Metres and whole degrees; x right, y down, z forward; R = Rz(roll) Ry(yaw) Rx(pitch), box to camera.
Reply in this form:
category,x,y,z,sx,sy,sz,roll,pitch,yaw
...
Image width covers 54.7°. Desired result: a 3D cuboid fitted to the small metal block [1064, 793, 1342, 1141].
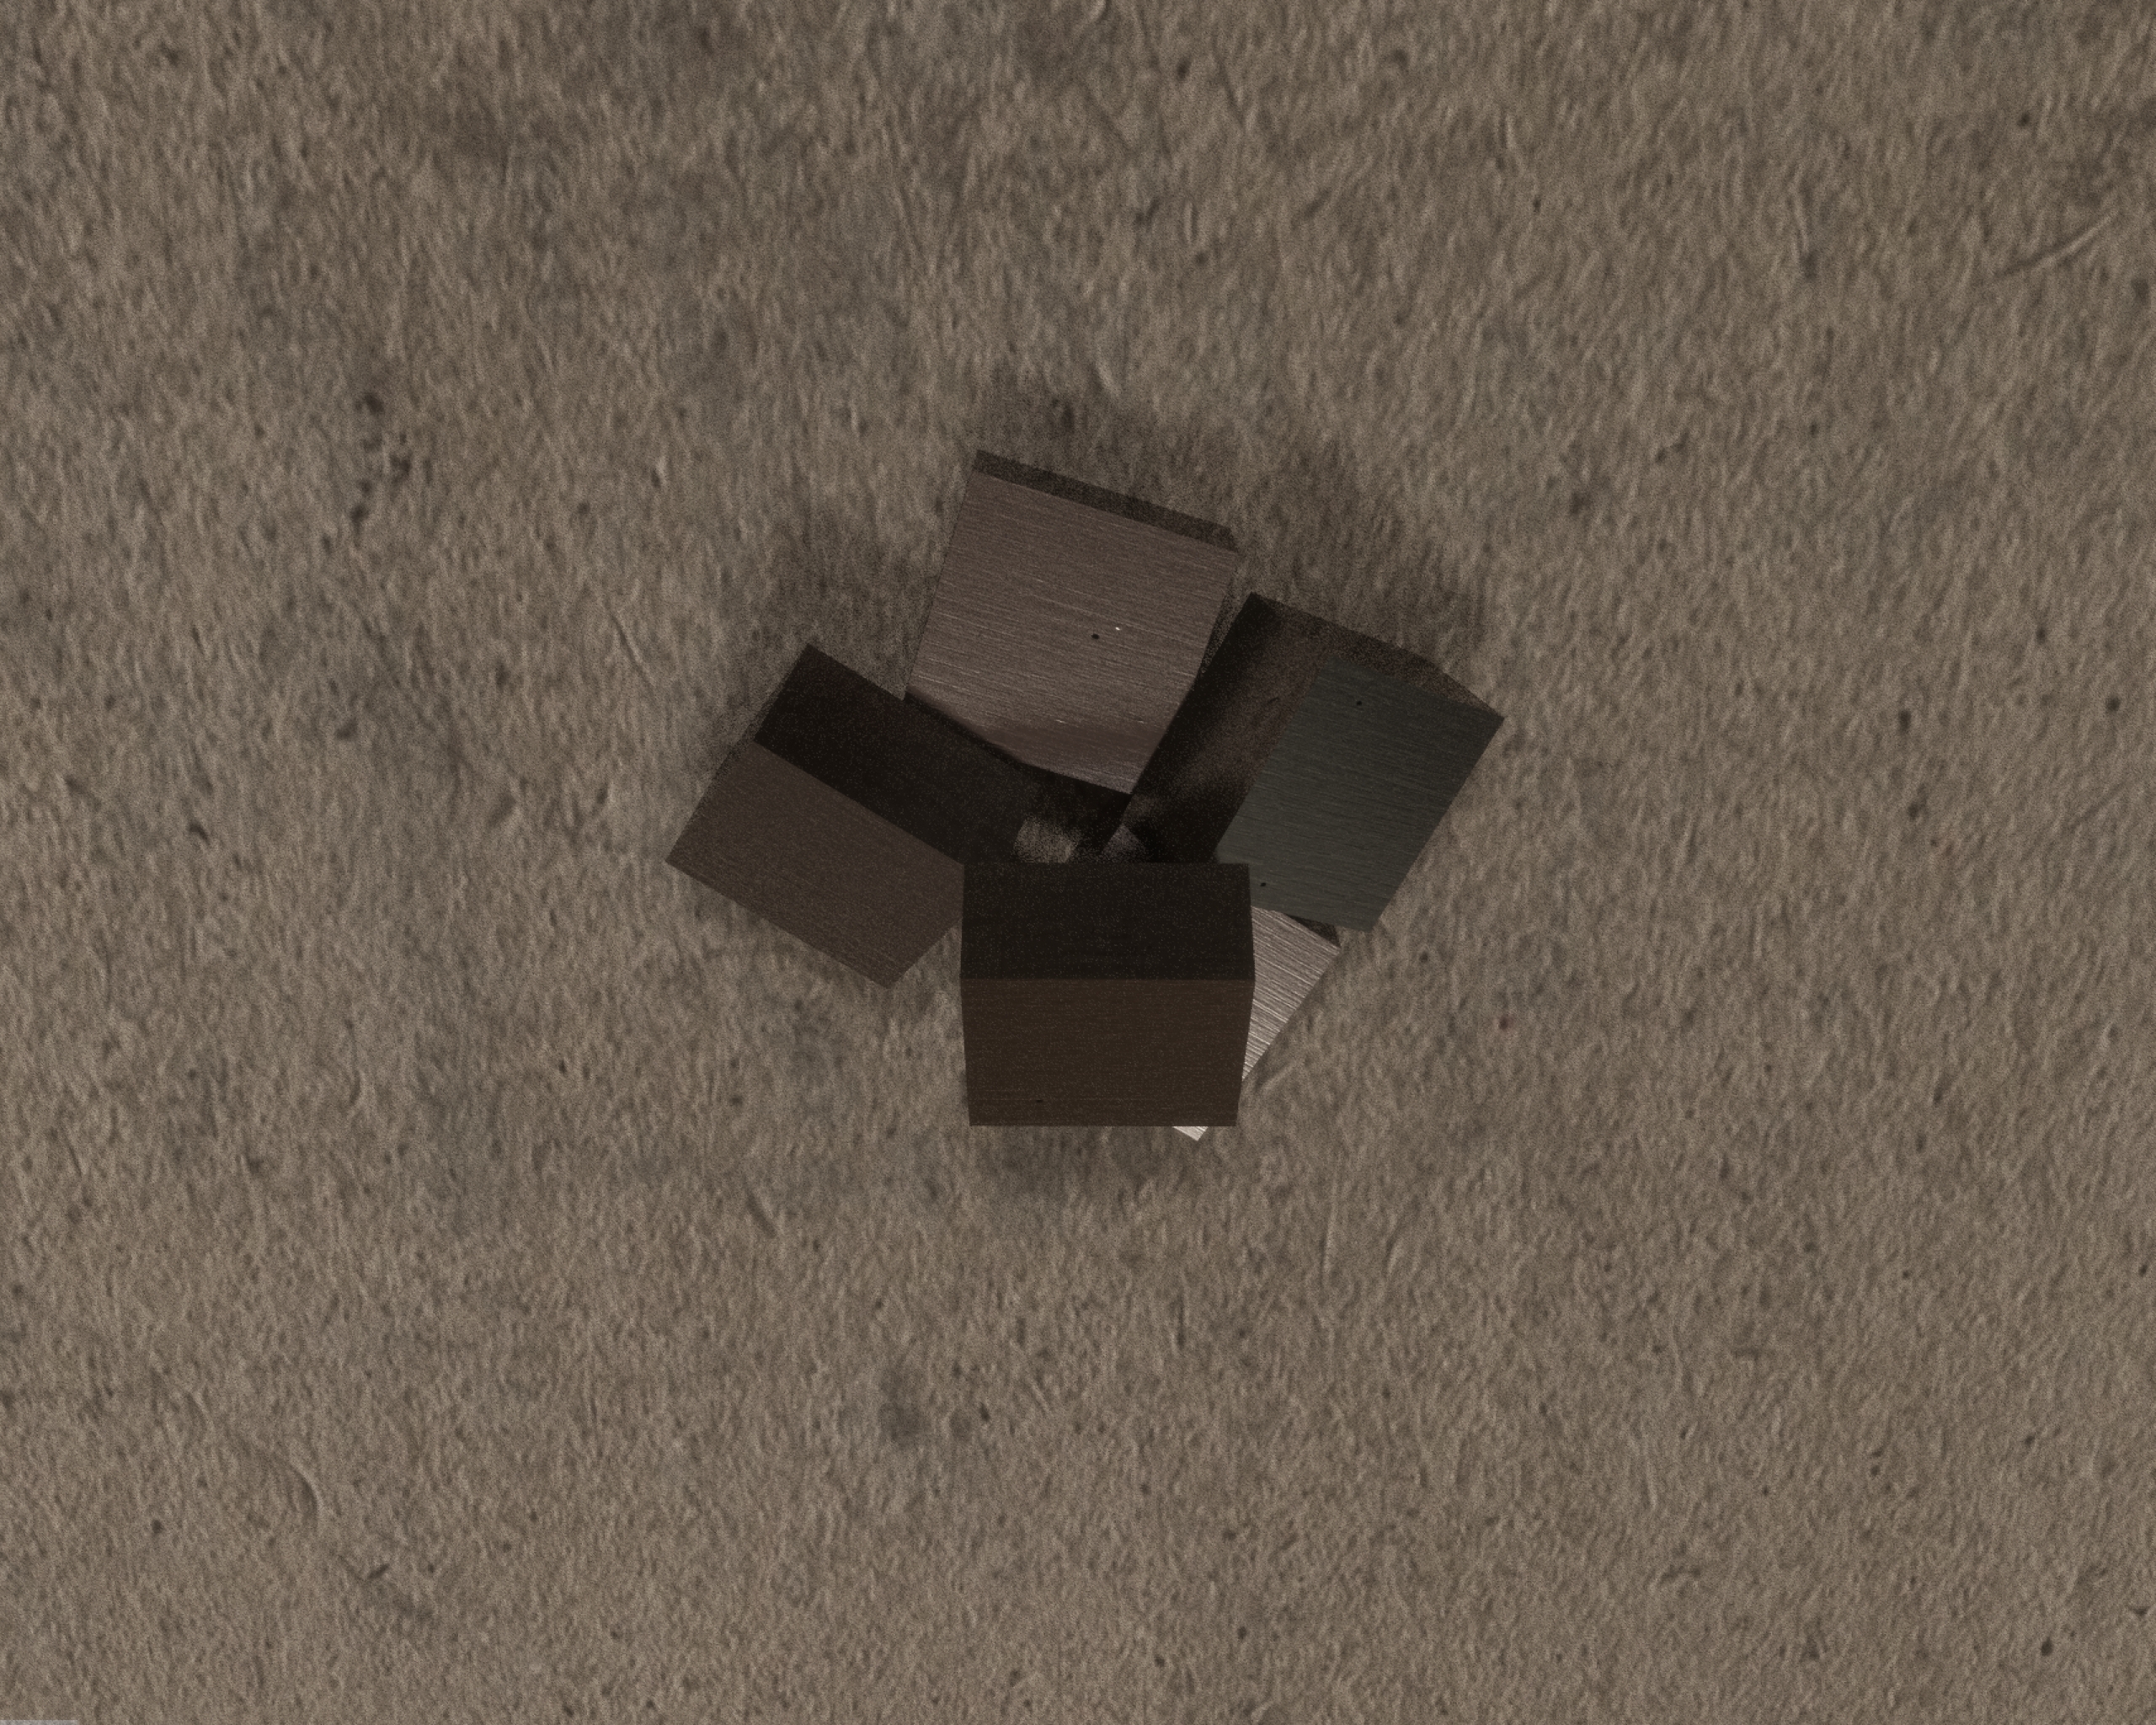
category,x,y,z,sx,sy,sz,roll,pitch,yaw
small metal block,0.016,0.019,0.419,0.050,0.025,0.050,31,107,-11

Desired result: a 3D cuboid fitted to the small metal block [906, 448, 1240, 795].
category,x,y,z,sx,sy,sz,roll,pitch,yaw
small metal block,-0.002,-0.045,0.395,0.050,0.025,0.050,16,109,-7

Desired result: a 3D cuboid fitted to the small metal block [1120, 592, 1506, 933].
category,x,y,z,sx,sy,sz,roll,pitch,yaw
small metal block,0.044,-0.018,0.393,0.050,0.025,0.050,14,114,-41

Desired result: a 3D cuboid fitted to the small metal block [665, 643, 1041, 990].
category,x,y,z,sx,sy,sz,roll,pitch,yaw
small metal block,-0.043,-0.007,0.395,0.050,0.025,0.050,31,143,-12

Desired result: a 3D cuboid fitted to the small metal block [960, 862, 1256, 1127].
category,x,y,z,sx,sy,sz,roll,pitch,yaw
small metal block,0.005,0.025,0.382,0.050,0.025,0.050,0,143,-1
